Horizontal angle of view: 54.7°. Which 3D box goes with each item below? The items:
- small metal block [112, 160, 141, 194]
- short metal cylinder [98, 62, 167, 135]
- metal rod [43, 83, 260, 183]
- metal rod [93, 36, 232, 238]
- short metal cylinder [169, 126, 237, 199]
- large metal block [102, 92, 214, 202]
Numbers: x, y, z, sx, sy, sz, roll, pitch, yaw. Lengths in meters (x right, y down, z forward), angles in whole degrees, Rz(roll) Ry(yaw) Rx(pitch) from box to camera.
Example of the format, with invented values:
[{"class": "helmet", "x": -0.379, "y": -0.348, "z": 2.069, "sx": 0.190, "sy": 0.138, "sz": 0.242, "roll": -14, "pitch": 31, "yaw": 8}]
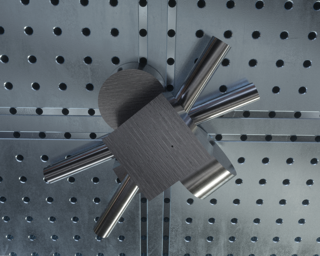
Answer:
[{"class": "small metal block", "x": -0.030, "y": 0.060, "z": 0.431, "sx": 0.050, "sy": 0.025, "sz": 0.050, "roll": -27, "pitch": 108, "yaw": 9}, {"class": "short metal cylinder", "x": -0.032, "y": -0.037, "z": 0.382, "sx": 0.081, "sy": 0.050, "sz": 0.079, "roll": 0, "pitch": 110, "yaw": 0}, {"class": "metal rod", "x": -0.017, "y": 0.010, "z": 0.413, "sx": 0.301, "sy": 0.025, "sz": 0.025, "roll": -22, "pitch": 109, "yaw": 7}, {"class": "metal rod", "x": -0.006, "y": 0.023, "z": 0.392, "sx": 0.025, "sy": 0.025, "sz": 0.298, "roll": 29, "pitch": 107, "yaw": -10}, {"class": "short metal cylinder", "x": 0.052, "y": 0.043, "z": 0.397, "sx": 0.050, "sy": 0.080, "sz": 0.080, "roll": -41, "pitch": 105, "yaw": 14}, {"class": "large metal block", "x": 0.000, "y": 0.018, "z": 0.335, "sx": 0.080, "sy": 0.050, "sz": 0.080, "roll": -38, "pitch": 89, "yaw": 13}]
